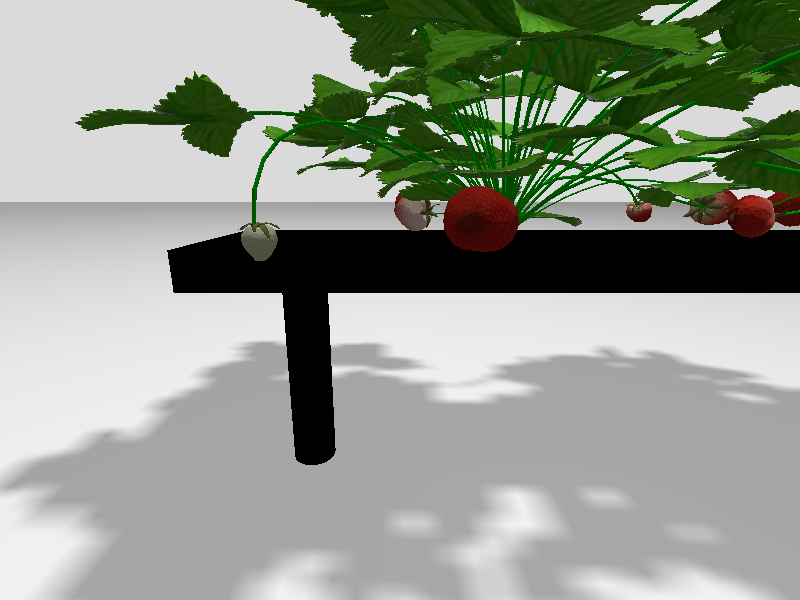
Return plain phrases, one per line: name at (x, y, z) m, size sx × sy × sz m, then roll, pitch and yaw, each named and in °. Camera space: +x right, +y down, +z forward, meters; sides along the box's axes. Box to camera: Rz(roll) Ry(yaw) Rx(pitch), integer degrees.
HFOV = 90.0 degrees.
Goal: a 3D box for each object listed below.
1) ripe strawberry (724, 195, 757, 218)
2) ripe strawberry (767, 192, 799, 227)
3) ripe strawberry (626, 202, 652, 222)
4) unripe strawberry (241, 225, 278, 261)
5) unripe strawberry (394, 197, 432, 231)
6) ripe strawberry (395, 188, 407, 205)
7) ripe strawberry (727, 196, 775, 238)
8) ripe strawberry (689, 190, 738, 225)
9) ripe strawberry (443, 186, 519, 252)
ripe strawberry at (0.357, -0.091, 0.414) m, size 0.033 × 0.033 × 0.036 m, roll 0°, pitch 14°, yaw 23°
ripe strawberry at (0.415, -0.101, 0.429) m, size 0.043 × 0.043 × 0.047 m, roll 10°, pitch 18°, yaw 34°
ripe strawberry at (0.288, -0.105, 0.482) m, size 0.028 × 0.025 × 0.026 m, roll 20°, pitch -25°, yaw 52°
unripe strawberry at (-0.076, -0.031, 0.218) m, size 0.019 × 0.020 × 0.018 m, roll -12°, pitch 19°, yaw -37°
unripe strawberry at (0.011, -0.089, 0.403) m, size 0.040 × 0.039 × 0.037 m, roll 11°, pitch 19°, yaw 37°
ripe strawberry at (0.012, -0.133, 0.555) m, size 0.042 × 0.044 × 0.045 m, roll -5°, pitch 14°, yaw -19°
ripe strawberry at (0.287, -0.068, 0.329) m, size 0.031 × 0.033 × 0.029 m, roll -1°, pitch 15°, yaw -3°
ripe strawberry at (0.350, -0.104, 0.445) m, size 0.041 × 0.041 × 0.045 m, roll -6°, pitch 16°, yaw -22°
ripe strawberry at (0.047, -0.048, 0.240) m, size 0.045 × 0.039 × 0.046 m, roll 6°, pitch 17°, yaw 21°
